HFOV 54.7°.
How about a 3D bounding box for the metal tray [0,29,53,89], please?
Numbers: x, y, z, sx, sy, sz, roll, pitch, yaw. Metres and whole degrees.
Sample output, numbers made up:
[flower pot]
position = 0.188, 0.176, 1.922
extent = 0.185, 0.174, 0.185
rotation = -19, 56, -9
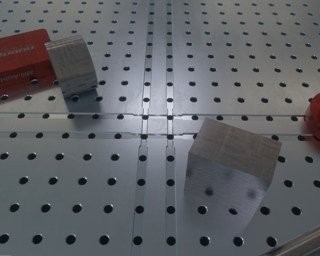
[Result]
[metal tray]
position = -0.236, -0.109, 0.495
extent = 0.131, 0.030, 0.090
rotation = -19, 53, -16

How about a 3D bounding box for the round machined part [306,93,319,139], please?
[round machined part]
position = 0.253, -0.018, 0.414
extent = 0.099, 0.042, 0.098
rotation = 0, 50, 0

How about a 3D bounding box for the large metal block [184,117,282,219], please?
[large metal block]
position = 0.075, 0.044, 0.335
extent = 0.080, 0.080, 0.050
rotation = 20, 53, 15

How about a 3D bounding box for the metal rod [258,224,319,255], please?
[metal rod]
position = 0.083, 0.140, 0.290
extent = 0.302, 0.025, 0.025
rotation = -19, 53, -16

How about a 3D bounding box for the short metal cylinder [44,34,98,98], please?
[short metal cylinder]
position = -0.127, -0.088, 0.445
extent = 0.050, 0.080, 0.080
rotation = -20, 53, -16
